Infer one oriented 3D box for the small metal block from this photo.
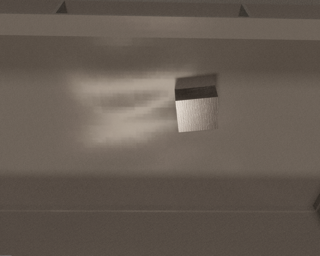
[{"bbox_3d":[0.046,-0.024,0.390,0.050,0.025,0.050,-5,130,4],"label":"small metal block"}]
